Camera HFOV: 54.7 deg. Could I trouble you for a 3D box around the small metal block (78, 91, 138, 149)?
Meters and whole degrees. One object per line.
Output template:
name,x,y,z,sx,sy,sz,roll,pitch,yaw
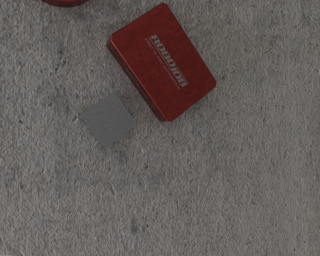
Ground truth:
small metal block,-0.065,-0.010,0.385,0.050,0.025,0.050,-38,102,-16

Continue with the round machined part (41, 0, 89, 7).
round machined part,-0.114,-0.196,0.358,0.099,0.042,0.097,0,90,-20

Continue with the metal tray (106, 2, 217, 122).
metal tray,0.004,-0.084,0.408,0.090,0.030,0.130,-39,103,-16
